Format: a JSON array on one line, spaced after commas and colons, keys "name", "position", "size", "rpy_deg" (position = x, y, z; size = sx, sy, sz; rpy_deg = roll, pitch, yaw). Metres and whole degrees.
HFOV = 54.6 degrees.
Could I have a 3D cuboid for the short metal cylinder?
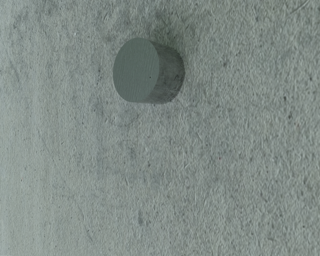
[{"name": "short metal cylinder", "position": [-0.015, -0.072, 0.402], "size": [0.080, 0.050, 0.080], "rpy_deg": [0, 90, 40]}]
